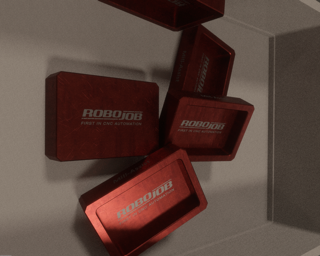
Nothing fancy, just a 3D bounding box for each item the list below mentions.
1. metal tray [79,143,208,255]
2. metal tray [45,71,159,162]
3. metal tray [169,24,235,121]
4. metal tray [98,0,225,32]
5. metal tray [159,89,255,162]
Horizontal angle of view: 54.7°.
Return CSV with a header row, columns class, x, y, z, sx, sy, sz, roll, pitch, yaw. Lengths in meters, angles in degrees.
class,x,y,z,sx,sy,sz,roll,pitch,yaw
metal tray,-0.015,0.088,0.365,0.131,0.030,0.090,-30,111,-17
metal tray,-0.060,-0.011,0.354,0.131,0.030,0.089,0,90,-40
metal tray,0.062,-0.073,0.457,0.090,0.030,0.129,23,76,-38
metal tray,0.003,-0.157,0.368,0.131,0.090,0.030,7,86,-40
metal tray,0.060,0.000,0.421,0.131,0.030,0.089,3,114,-33
